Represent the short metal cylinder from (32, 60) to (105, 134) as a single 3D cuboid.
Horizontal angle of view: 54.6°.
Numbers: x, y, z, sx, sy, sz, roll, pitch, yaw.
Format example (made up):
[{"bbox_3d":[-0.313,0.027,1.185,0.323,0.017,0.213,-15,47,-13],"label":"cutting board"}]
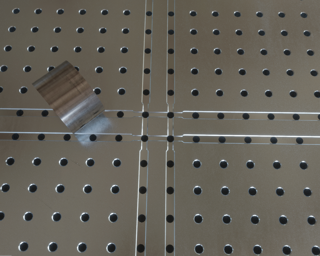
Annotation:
[{"bbox_3d":[-0.116,-0.038,0.396,0.050,0.080,0.080,-39,75,-13],"label":"short metal cylinder"}]
